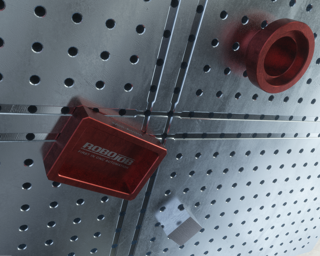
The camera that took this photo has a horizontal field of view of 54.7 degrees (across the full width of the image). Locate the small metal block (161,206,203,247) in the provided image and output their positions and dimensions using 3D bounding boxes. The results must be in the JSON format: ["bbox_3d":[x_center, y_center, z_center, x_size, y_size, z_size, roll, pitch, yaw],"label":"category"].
[{"bbox_3d":[0.038,0.171,0.538,0.050,0.025,0.050,-40,130,-1],"label":"small metal block"}]

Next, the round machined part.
[{"bbox_3d":[0.158,-0.100,0.424,0.099,0.042,0.097,-14,124,-21],"label":"round machined part"}]

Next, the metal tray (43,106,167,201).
[{"bbox_3d":[-0.066,0.037,0.394,0.131,0.030,0.090,26,104,-37],"label":"metal tray"}]
